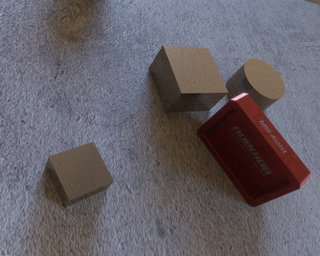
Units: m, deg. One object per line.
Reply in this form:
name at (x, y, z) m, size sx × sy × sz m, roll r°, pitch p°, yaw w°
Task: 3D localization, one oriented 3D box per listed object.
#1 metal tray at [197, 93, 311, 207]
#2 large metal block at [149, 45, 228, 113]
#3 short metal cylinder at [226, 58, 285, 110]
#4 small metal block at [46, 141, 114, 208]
metal tray at (0.117, 0.031, 0.405) m, size 0.030 × 0.090 × 0.130 m, roll -27°, pitch 77°, yaw -37°
large metal block at (0.040, -0.071, 0.452) m, size 0.081 × 0.050 × 0.080 m, roll -5°, pitch 64°, yaw -30°
short metal cylinder at (0.157, -0.068, 0.514) m, size 0.081 × 0.050 × 0.080 m, roll 14°, pitch 56°, yaw -21°
small metal block at (-0.085, 0.048, 0.328) m, size 0.050 × 0.025 × 0.050 m, roll -20°, pitch 72°, yaw -35°
